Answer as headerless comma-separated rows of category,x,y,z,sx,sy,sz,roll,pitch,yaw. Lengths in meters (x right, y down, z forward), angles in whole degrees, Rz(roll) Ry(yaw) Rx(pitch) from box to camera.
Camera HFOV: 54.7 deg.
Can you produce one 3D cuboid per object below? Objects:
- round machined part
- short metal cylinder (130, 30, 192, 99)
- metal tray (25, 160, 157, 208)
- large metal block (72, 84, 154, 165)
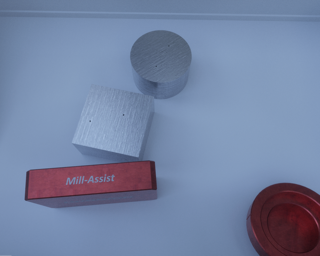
round machined part,0.147,0.116,0.351,0.099,0.042,0.098,1,54,-1
short metal cylinder,0.001,-0.086,0.428,0.081,0.050,0.080,0,70,0
metal tray,-0.069,0.066,0.350,0.131,0.090,0.030,-4,70,-2
large metal block,-0.056,-0.002,0.397,0.080,0.050,0.080,12,70,4
